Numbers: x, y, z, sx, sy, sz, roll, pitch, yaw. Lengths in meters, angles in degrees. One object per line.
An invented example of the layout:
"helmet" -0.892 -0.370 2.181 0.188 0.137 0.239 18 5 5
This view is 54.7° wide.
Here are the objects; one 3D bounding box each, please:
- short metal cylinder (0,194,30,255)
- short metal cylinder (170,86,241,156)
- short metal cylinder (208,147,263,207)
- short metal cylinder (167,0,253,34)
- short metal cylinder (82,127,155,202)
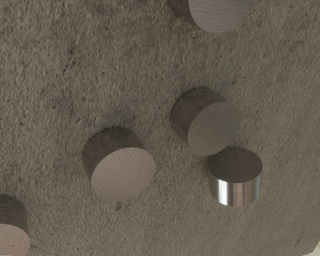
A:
"short metal cylinder" -0.197 0.124 0.360 0.081 0.050 0.079 -14 124 -21
"short metal cylinder" 0.060 -0.009 0.417 0.081 0.050 0.079 -14 124 -21
"short metal cylinder" 0.116 0.074 0.480 0.081 0.080 0.050 -21 126 -16
"short metal cylinder" 0.053 -0.147 0.329 0.081 0.050 0.079 -14 124 -21
"short metal cylinder" -0.053 0.045 0.390 0.081 0.050 0.079 -14 124 -21
